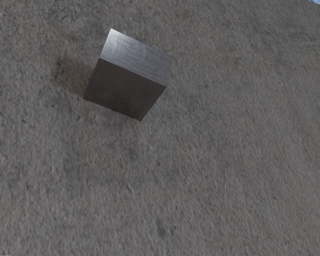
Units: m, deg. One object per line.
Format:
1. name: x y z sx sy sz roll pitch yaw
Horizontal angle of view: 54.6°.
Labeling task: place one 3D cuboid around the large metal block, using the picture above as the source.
1. large metal block: -0.041 -0.062 0.384 0.080 0.080 0.050 22 54 -15
